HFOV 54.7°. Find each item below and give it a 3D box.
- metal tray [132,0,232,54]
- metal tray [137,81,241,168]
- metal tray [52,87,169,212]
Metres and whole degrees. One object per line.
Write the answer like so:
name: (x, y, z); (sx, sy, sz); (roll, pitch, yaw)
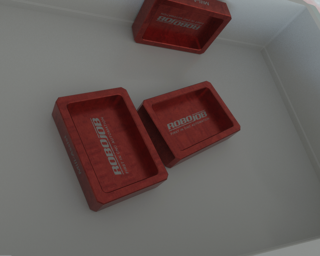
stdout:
metal tray: (0.033, -0.164, 0.483); (0.131, 0.090, 0.030); (3, 61, -27)
metal tray: (0.042, -0.010, 0.432); (0.131, 0.030, 0.090); (-22, 73, -36)
metal tray: (-0.058, 0.019, 0.360); (0.091, 0.030, 0.130); (-15, 70, -35)
